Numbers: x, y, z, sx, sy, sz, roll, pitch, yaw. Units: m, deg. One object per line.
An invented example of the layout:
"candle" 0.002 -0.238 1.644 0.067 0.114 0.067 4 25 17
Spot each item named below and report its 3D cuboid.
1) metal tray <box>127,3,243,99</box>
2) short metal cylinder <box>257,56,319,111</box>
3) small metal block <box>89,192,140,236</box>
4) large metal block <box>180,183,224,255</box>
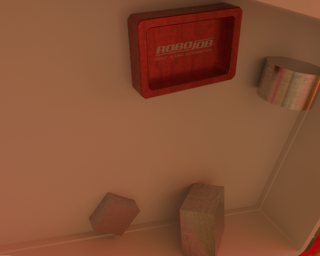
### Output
"metal tray" 0.031 -0.092 0.366 0.131 0.030 0.089 -15 125 -20
"short metal cylinder" 0.183 -0.064 0.436 0.081 0.080 0.050 -5 121 -26
"small metal block" -0.066 0.127 0.452 0.050 0.025 0.050 28 103 -38
"large metal block" 0.069 0.143 0.483 0.080 0.050 0.079 -42 132 -62
